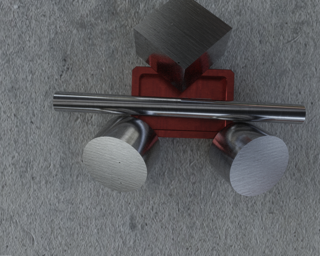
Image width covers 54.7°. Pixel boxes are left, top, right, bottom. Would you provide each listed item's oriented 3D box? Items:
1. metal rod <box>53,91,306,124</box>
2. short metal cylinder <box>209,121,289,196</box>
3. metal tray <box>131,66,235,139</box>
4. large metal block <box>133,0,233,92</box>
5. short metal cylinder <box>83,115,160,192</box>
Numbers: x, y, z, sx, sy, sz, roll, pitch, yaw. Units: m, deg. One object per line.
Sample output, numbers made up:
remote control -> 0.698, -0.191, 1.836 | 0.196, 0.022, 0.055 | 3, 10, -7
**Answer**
metal rod -> 0.024, -0.025, 0.381 | 0.302, 0.025, 0.025 | 3, 90, -1
short metal cylinder -> 0.109, 0.036, 0.383 | 0.081, 0.050, 0.079 | -8, 114, -18
metal tray -> 0.029, -0.032, 0.409 | 0.131, 0.030, 0.089 | 2, 90, 0
large metal block -> 0.026, -0.105, 0.377 | 0.080, 0.050, 0.080 | 42, 73, 15
short metal cylinder -> -0.045, 0.031, 0.380 | 0.080, 0.050, 0.079 | 9, 123, 15
